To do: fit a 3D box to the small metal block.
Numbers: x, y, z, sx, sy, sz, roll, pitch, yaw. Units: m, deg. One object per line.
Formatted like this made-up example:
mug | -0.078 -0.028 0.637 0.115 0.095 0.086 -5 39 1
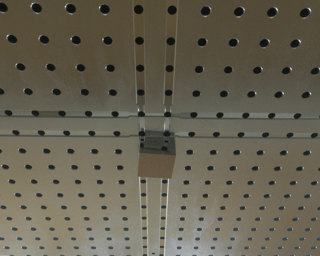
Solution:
small metal block | -0.006 0.047 0.452 0.050 0.025 0.050 4 130 -5
